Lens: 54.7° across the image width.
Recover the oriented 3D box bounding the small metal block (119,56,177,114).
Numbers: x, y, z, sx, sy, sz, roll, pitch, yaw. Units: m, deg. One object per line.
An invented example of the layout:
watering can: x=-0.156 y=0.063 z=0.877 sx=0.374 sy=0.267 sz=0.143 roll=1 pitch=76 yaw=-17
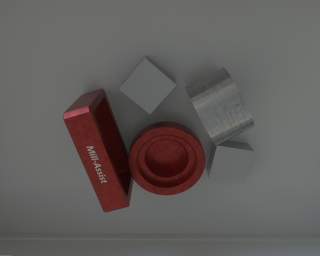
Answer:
small metal block: x=-0.015 y=-0.054 z=0.389 sx=0.050 sy=0.025 sz=0.050 roll=39 pitch=106 yaw=-12

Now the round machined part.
round machined part: x=0.008 y=0.037 z=0.413 sx=0.099 sy=0.042 sz=0.097 roll=0 pitch=110 yaw=-1

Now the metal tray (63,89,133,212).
metal tray: x=-0.069 y=0.025 z=0.383 sx=0.030 sy=0.090 sz=0.129 roll=-16 pitch=109 yaw=6

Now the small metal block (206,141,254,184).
small metal block: x=0.096 y=0.046 z=0.428 sx=0.050 sy=0.025 sz=0.050 roll=9 pitch=109 yaw=-3

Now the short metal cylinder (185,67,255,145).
short metal cylinder: x=0.071 y=-0.026 z=0.372 sx=0.050 sy=0.080 sz=0.080 roll=-28 pitch=108 yaw=9
